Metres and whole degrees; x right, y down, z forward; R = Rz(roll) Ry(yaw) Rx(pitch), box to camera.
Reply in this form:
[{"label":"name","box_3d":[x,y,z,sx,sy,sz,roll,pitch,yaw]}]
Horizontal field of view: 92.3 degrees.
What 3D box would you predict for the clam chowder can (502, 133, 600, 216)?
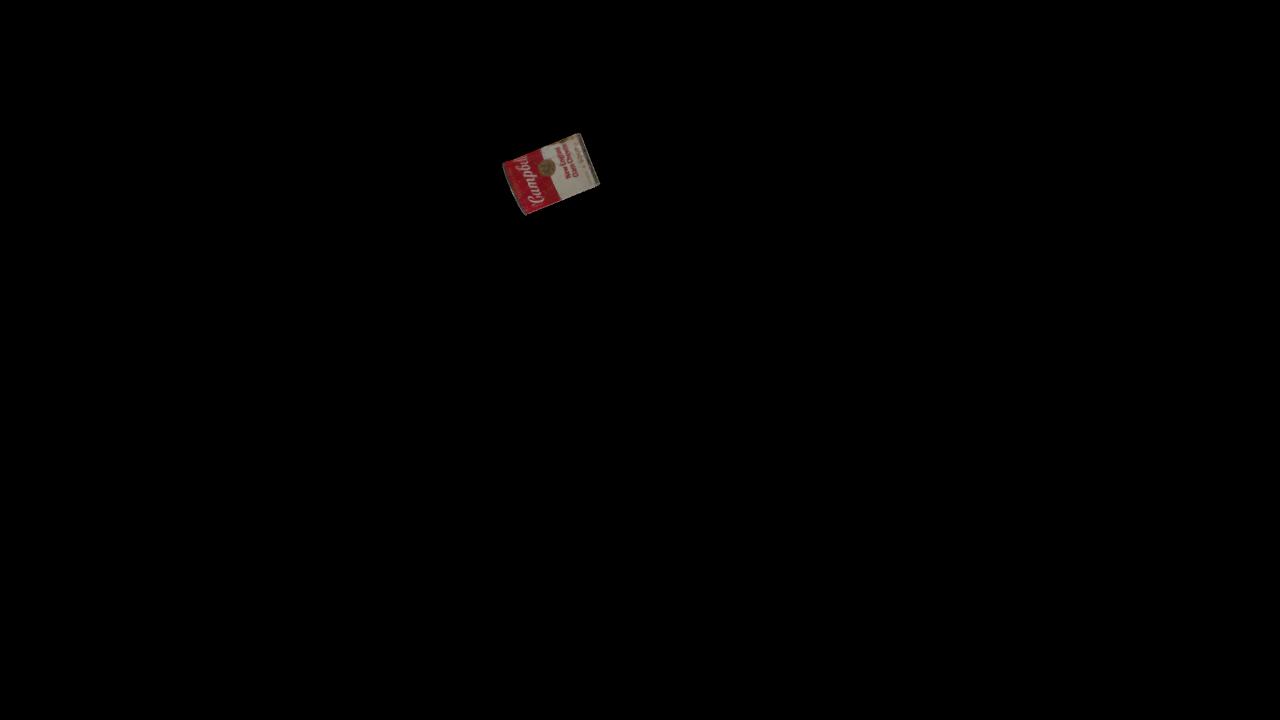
[{"label":"clam chowder can","box_3d":[-0.108,-0.228,0.755,0.102,0.068,0.068,-21,-1,2]}]
